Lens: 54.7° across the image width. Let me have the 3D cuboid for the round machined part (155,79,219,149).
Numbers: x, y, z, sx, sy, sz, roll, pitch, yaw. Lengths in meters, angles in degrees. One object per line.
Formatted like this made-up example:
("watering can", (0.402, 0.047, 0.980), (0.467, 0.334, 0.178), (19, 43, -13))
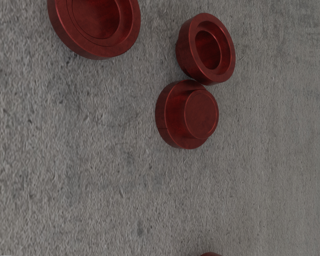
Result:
("round machined part", (0.044, -0.019, 0.430), (0.099, 0.042, 0.097), (0, 90, -40))

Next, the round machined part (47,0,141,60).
("round machined part", (-0.072, -0.122, 0.333), (0.099, 0.042, 0.097), (0, 90, -40))

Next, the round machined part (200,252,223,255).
("round machined part", (0.064, 0.229, 0.448), (0.099, 0.042, 0.097), (0, 90, -40))

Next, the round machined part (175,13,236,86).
("round machined part", (0.060, -0.107, 0.438), (0.099, 0.042, 0.098), (9, 76, -40))
